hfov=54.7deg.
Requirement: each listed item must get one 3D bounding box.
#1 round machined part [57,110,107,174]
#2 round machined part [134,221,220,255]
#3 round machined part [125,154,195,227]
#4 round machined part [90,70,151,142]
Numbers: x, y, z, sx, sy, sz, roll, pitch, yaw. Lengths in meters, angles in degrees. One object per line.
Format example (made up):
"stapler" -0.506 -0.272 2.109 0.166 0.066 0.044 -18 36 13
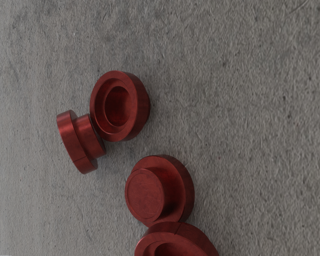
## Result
"round machined part" -0.113 0.017 0.464 0.042 0.098 0.098 -24 70 -5
"round machined part" 0.023 0.150 0.359 0.098 0.042 0.097 8 112 21
"round machined part" -0.007 0.084 0.400 0.098 0.042 0.097 0 90 40
"round machined part" -0.052 -0.030 0.437 0.098 0.042 0.097 0 90 40
